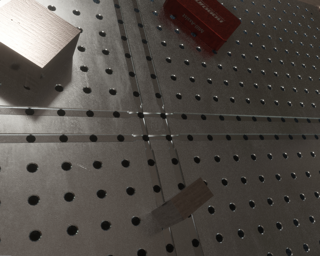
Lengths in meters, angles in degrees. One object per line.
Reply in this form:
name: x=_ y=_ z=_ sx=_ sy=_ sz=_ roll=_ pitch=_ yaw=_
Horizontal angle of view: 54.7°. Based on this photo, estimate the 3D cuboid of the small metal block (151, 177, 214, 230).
small metal block: x=0.025 y=0.087 z=0.354 sx=0.050 sy=0.050 sz=0.025 roll=-27 pitch=77 yaw=-37

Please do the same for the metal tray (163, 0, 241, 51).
metal tray: x=0.081 y=-0.214 z=0.582 sx=0.130 sy=0.030 sz=0.090 roll=40 pitch=51 yaw=-1

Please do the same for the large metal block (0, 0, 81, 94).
large metal block: x=-0.156 y=-0.102 z=0.371 sx=0.080 sy=0.050 sz=0.080 roll=33 pitch=51 yaw=-7
